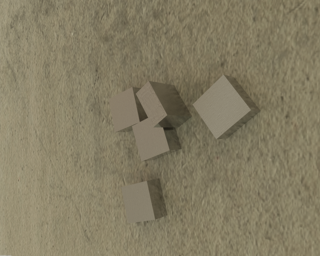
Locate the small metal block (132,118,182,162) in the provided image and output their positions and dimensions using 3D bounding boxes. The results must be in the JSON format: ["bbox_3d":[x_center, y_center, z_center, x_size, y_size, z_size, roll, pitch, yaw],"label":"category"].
[{"bbox_3d":[-0.005,0.012,0.407,0.050,0.025,0.050,-25,75,37],"label":"small metal block"}]

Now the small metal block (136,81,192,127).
[{"bbox_3d":[0.005,-0.028,0.383,0.025,0.050,0.050,-41,65,32],"label":"small metal block"}]

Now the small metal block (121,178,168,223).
[{"bbox_3d":[-0.022,0.099,0.421,0.050,0.025,0.050,-21,77,37],"label":"small metal block"}]

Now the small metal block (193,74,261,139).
[{"bbox_3d":[0.073,-0.023,0.344,0.050,0.025,0.050,-45,63,30],"label":"small metal block"}]

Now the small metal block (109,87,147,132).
[{"bbox_3d":[-0.042,-0.025,0.438,0.050,0.025,0.050,-21,77,38],"label":"small metal block"}]
